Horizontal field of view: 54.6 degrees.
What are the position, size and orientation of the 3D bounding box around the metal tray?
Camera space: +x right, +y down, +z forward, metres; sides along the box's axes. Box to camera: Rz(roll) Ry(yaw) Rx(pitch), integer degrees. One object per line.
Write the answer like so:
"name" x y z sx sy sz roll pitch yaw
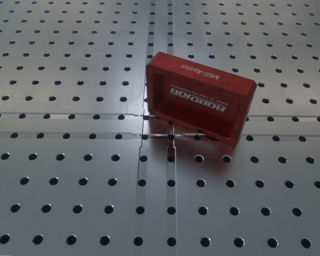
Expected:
"metal tray" 0.047 -0.037 0.396 0.130 0.090 0.030 21 53 17
